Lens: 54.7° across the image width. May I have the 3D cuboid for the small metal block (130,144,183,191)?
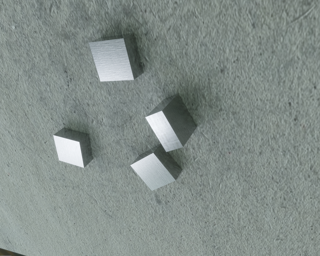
[{"bbox_3d":[-0.005,0.057,0.445,0.050,0.025,0.050,-32,101,38],"label":"small metal block"}]

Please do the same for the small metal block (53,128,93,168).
[{"bbox_3d":[-0.139,0.031,0.500,0.050,0.025,0.050,12,124,21],"label":"small metal block"}]

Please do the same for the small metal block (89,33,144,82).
[{"bbox_3d":[-0.053,-0.086,0.382,0.050,0.025,0.050,2,119,27],"label":"small metal block"}]

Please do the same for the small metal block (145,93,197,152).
[{"bbox_3d":[0.015,-0.007,0.378,0.025,0.050,0.050,-20,108,36],"label":"small metal block"}]
